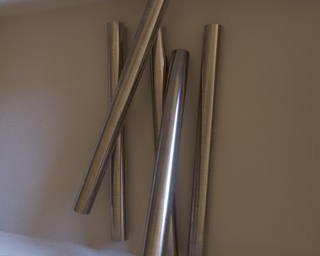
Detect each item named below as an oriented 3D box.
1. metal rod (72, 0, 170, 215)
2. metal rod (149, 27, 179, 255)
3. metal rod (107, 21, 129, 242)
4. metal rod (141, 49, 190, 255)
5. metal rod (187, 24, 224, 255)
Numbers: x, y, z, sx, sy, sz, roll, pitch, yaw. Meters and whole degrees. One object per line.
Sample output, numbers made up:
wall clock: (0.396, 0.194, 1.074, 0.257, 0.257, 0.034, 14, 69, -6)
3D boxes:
metal rod: (-0.052, -0.027, 0.401, 0.025, 0.025, 0.298, 24, 98, 18)
metal rod: (0.004, 0.018, 0.408, 0.025, 0.025, 0.298, -3, 89, 20)
metal rod: (-0.059, 0.004, 0.431, 0.025, 0.025, 0.298, -1, 90, 20)
metal rod: (0.007, 0.041, 0.346, 0.025, 0.025, 0.299, 0, 66, 20)
metal rod: (0.057, 0.023, 0.390, 0.025, 0.025, 0.298, 4, 91, 20)
